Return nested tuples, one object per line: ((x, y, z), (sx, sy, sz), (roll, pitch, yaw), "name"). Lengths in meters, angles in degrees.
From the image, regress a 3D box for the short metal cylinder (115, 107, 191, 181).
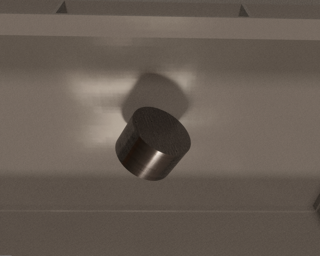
((-0.009, 0.019, 0.389), (0.080, 0.080, 0.050), (22, 127, -18), "short metal cylinder")
